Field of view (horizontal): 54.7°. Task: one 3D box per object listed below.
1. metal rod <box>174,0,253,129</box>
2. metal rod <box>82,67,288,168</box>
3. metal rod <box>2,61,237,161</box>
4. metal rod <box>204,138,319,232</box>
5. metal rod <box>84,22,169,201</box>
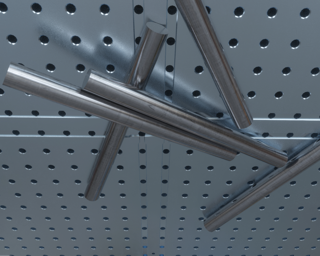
[{"bbox_3d":[0.040,-0.108,0.319,0.025,0.025,0.299,-22,127,17],"label":"metal rod"},{"bbox_3d":[0.050,-0.003,0.389,0.302,0.025,0.025,21,127,-26],"label":"metal rod"},{"bbox_3d":[-0.024,-0.009,0.372,0.302,0.025,0.025,20,128,-28],"label":"metal rod"},{"bbox_3d":[0.176,0.085,0.486,0.025,0.025,0.299,29,124,-23],"label":"metal rod"},{"bbox_3d":[-0.056,0.002,0.412,0.025,0.025,0.298,16,128,-14],"label":"metal rod"}]
